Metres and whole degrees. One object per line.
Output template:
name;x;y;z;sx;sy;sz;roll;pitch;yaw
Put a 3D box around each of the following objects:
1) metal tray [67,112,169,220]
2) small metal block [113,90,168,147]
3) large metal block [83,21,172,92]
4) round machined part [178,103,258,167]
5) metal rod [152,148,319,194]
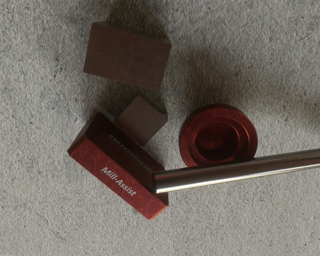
metal tray;-0.046;0.045;0.391;0.130;0.090;0.030;43;105;-14
small metal block;-0.025;-0.012;0.405;0.050;0.025;0.050;40;105;-14
large metal block;-0.033;-0.084;0.349;0.080;0.080;0.050;14;110;-5
round machined part;0.073;0.014;0.407;0.099;0.042;0.097;0;110;0
metal rod;0.139;0.047;0.389;0.302;0.025;0.025;-6;111;-14
